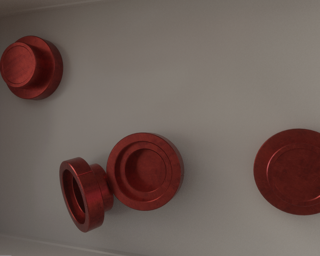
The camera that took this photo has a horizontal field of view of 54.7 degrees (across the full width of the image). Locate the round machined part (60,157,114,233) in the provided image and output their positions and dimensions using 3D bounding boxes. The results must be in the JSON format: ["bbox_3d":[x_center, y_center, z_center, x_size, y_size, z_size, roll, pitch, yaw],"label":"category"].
[{"bbox_3d":[-0.097,0.086,0.419,0.098,0.042,0.097,26,123,48],"label":"round machined part"}]

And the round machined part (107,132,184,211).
[{"bbox_3d":[-0.016,0.055,0.405,0.098,0.042,0.097,0,89,16],"label":"round machined part"}]

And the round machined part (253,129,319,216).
[{"bbox_3d":[0.156,0.049,0.346,0.098,0.042,0.097,0,90,20],"label":"round machined part"}]

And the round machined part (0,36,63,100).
[{"bbox_3d":[-0.202,-0.093,0.473,0.098,0.042,0.097,0,90,20],"label":"round machined part"}]
